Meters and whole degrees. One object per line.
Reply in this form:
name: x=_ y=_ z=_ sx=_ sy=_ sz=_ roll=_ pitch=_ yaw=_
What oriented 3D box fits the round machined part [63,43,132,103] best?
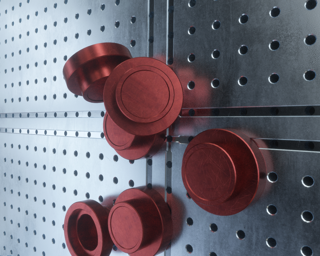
round machined part: x=-0.079 y=-0.070 z=0.429 sx=0.098 sy=0.099 sz=0.042 roll=-36 pitch=68 yaw=34

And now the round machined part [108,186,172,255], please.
round machined part: x=-0.034 y=0.132 z=0.428 sx=0.098 sy=0.042 sz=0.097 roll=0 pitch=90 yaw=40

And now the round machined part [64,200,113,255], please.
round machined part: x=-0.105 y=0.161 z=0.487 sx=0.098 sy=0.042 sz=0.097 roll=0 pitch=90 yaw=40

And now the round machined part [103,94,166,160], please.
round machined part: x=-0.042 y=-0.003 z=0.434 sx=0.098 sy=0.042 sz=0.097 roll=0 pitch=90 yaw=40

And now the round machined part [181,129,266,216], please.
round machined part: x=0.063 y=0.049 z=0.347 sx=0.098 sy=0.042 sz=0.097 roll=0 pitch=90 yaw=40

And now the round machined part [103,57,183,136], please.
round machined part: x=-0.020 y=-0.039 z=0.378 sx=0.042 sy=0.099 sz=0.097 roll=172 pitch=97 yaw=-82
